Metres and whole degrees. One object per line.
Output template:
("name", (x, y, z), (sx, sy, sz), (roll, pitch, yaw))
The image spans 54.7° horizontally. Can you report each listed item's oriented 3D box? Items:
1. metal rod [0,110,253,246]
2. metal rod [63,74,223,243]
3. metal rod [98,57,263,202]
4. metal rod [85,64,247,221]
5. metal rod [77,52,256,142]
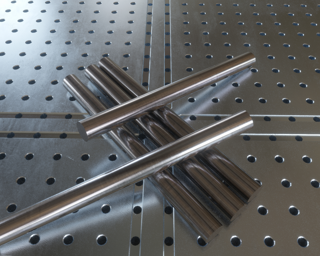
("metal rod", (-0.034, 0.050, 0.338), (0.302, 0.025, 0.025), (-24, 54, -9))
("metal rod", (-0.039, 0.019, 0.390), (0.025, 0.025, 0.300), (-32, 57, -24))
("metal rod", (0.009, -0.014, 0.419), (0.025, 0.025, 0.300), (-33, 58, -25))
("metal rod", (-0.011, 0.002, 0.406), (0.025, 0.025, 0.300), (-32, 57, -24))
("metal rod", (0.029, -0.054, 0.427), (0.302, 0.025, 0.025), (-26, 55, -31))
